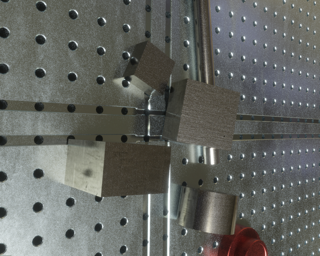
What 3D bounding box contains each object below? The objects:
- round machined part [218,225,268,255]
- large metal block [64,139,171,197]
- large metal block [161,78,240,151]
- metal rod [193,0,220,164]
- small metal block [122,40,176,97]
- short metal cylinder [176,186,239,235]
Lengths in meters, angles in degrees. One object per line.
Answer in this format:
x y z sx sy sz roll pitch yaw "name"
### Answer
0.144 0.217 0.519 0.099 0.042 0.097 0 90 -40 "round machined part"
-0.046 0.041 0.335 0.081 0.080 0.050 7 86 -40 "large metal block"
0.055 -0.016 0.421 0.081 0.050 0.080 11 86 -22 "large metal block"
0.069 -0.095 0.466 0.025 0.025 0.298 -7 95 -40 "metal rod"
-0.013 -0.075 0.398 0.050 0.025 0.050 32 70 -36 "small metal block"
0.066 0.112 0.429 0.081 0.080 0.050 17 80 -39 "short metal cylinder"
